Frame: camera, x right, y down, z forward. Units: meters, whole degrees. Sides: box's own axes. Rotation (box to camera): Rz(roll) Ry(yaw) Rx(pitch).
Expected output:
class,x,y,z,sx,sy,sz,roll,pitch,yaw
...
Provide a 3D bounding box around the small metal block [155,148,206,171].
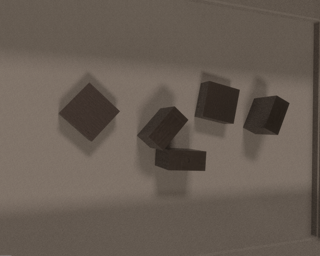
class,x,y,z,sx,sy,sz,roll,pitch,yaw
small metal block,0.026,0.040,0.408,0.050,0.050,0.025,4,89,-20

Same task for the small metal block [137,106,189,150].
class,x,y,z,sx,sy,sz,roll,pitch,yaw
small metal block,0.002,0.000,0.399,0.025,0.050,0.050,44,76,-15

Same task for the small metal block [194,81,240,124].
class,x,y,z,sx,sy,sz,roll,pitch,yaw
small metal block,0.082,-0.035,0.442,0.050,0.025,0.050,13,86,-20

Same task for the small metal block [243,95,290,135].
class,x,y,z,sx,sy,sz,roll,pitch,yaw
small metal block,0.156,-0.018,0.457,0.025,0.050,0.050,26,82,-19

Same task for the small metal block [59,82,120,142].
class,x,y,z,sx,sy,sz,roll,pitch,yaw
small metal block,-0.087,-0.019,0.379,0.050,0.025,0.050,45,76,-15
